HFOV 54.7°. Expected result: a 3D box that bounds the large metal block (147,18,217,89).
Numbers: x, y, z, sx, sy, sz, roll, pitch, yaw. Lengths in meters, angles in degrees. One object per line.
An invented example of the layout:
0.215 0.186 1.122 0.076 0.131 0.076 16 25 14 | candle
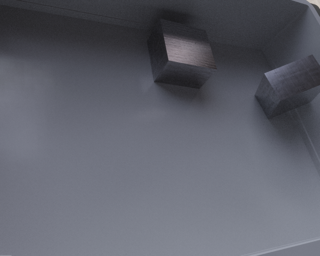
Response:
0.032 -0.112 0.475 0.081 0.050 0.080 5 60 -26 | large metal block

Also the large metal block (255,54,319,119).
0.209 -0.064 0.502 0.080 0.080 0.050 -22 71 -2 | large metal block
